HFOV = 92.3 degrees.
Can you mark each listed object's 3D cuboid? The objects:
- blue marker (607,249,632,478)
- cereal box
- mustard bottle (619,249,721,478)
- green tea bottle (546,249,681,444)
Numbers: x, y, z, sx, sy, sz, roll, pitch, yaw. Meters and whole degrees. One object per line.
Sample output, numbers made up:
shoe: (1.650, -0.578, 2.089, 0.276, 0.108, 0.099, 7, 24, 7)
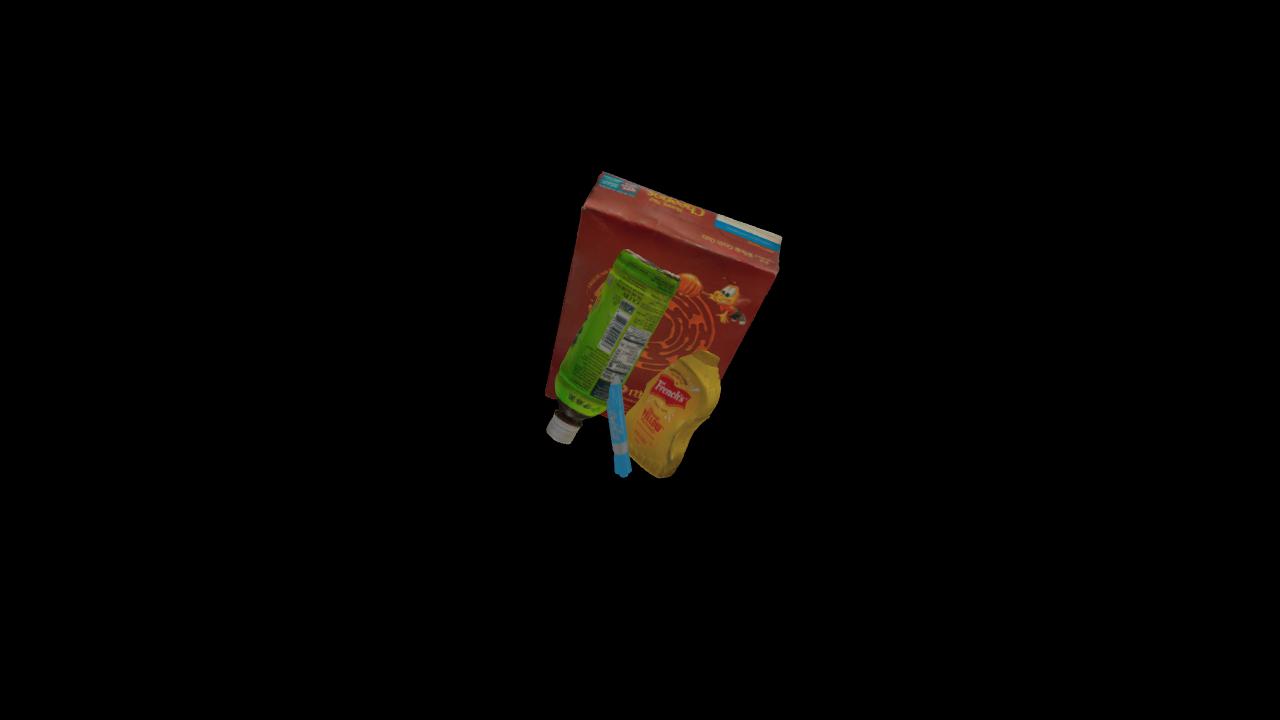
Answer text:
blue marker: (-0.024, 0.066, 0.639, 0.020, 0.121, 0.020, -6, 17, 2)
cereal box: (0.012, -0.042, 0.717, 0.203, 0.081, 0.306, 19, -45, 0)
mustard bottle: (0.046, 0.041, 0.716, 0.054, 0.184, 0.092, 9, 29, -44)
green tea bottle: (-0.037, -0.008, 0.635, 0.073, 0.212, 0.073, 29, 10, -5)
